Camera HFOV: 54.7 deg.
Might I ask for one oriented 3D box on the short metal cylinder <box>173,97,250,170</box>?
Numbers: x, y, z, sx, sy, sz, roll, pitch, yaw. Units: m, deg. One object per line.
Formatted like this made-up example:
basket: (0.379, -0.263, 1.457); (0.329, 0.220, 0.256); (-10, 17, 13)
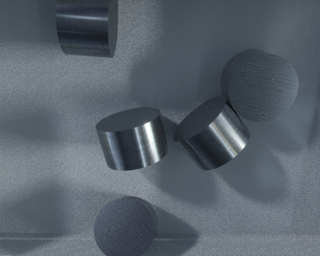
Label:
short metal cylinder: (0.063, 0.006, 0.385); (0.080, 0.080, 0.050); (-38, 106, 12)

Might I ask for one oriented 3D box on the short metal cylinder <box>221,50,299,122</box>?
short metal cylinder: (0.119, -0.053, 0.380); (0.081, 0.050, 0.079); (0, 110, -1)

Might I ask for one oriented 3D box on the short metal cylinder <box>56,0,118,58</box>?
short metal cylinder: (-0.076, -0.119, 0.337); (0.050, 0.080, 0.079); (4, 110, -2)

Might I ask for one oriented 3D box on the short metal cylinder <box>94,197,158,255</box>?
short metal cylinder: (-0.045, 0.137, 0.430); (0.080, 0.050, 0.080); (-1, 80, 4)

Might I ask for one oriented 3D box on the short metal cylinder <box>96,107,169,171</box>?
short metal cylinder: (-0.034, 0.011, 0.386); (0.080, 0.080, 0.050); (-11, 110, 4)
